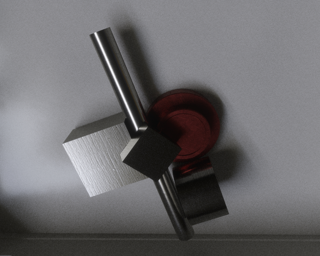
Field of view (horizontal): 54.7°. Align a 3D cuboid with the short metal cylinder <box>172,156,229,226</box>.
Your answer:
[{"bbox_3d":[0.054,0.083,0.412,0.050,0.080,0.080,-20,109,7],"label":"short metal cylinder"}]

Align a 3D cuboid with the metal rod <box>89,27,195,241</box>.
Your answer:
[{"bbox_3d":[-0.015,0.022,0.395,0.025,0.025,0.299,-20,109,7],"label":"metal rod"}]

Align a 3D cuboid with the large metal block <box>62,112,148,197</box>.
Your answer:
[{"bbox_3d":[-0.066,0.032,0.405,0.080,0.050,0.080,-19,109,6],"label":"large metal block"}]

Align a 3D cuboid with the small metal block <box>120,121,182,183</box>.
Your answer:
[{"bbox_3d":[-0.011,0.028,0.368,0.050,0.025,0.050,34,95,-19],"label":"small metal block"}]

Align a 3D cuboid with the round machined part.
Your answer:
[{"bbox_3d":[0.029,0.002,0.401,0.099,0.042,0.097,0,110,-1],"label":"round machined part"}]
